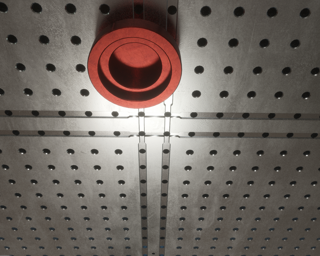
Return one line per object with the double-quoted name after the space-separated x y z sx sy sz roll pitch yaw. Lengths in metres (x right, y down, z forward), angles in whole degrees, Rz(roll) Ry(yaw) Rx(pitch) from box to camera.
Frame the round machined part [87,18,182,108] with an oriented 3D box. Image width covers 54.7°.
-0.026 -0.072 0.339 0.099 0.042 0.097 -1 130 0 "round machined part"
